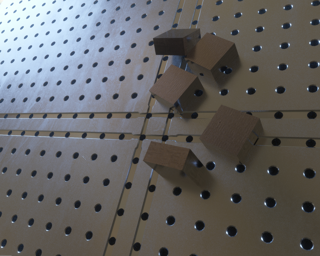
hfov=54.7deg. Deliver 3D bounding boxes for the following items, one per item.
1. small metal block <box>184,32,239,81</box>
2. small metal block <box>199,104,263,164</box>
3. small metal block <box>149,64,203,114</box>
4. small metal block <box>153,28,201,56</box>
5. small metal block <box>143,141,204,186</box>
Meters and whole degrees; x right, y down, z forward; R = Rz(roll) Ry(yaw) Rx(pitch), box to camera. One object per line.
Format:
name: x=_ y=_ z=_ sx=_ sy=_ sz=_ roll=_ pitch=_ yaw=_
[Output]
small metal block: x=0.071 y=-0.100 z=0.431 sx=0.050 sy=0.025 sz=0.050 roll=-49 pitch=52 yaw=-6
small metal block: x=0.083 y=0.006 z=0.360 sx=0.050 sy=0.025 sz=0.050 roll=26 pitch=75 yaw=36
small metal block: x=0.022 y=-0.054 z=0.429 sx=0.050 sy=0.025 sz=0.050 roll=34 pitch=80 yaw=38
small metal block: x=0.026 y=-0.127 z=0.456 sx=0.050 sy=0.025 sz=0.050 roll=10 pitch=34 yaw=33
small metal block: x=0.017 y=0.041 z=0.357 sx=0.050 sy=0.050 sz=0.025 roll=10 pitch=67 yaw=32
